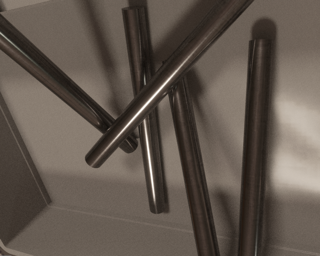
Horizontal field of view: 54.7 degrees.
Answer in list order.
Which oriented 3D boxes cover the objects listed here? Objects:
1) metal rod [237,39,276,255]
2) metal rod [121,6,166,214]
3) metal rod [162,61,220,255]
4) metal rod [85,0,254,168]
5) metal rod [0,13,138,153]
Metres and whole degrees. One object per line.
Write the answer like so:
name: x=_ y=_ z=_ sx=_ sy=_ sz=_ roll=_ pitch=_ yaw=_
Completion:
metal rod: x=0.098 y=0.062 z=0.325 sx=0.025 sy=0.025 sz=0.298 roll=5 pitch=99 yaw=25
metal rod: x=-0.017 y=-0.003 z=0.413 sx=0.025 sy=0.025 sz=0.298 roll=8 pitch=122 yaw=23
metal rod: x=0.042 y=0.069 z=0.354 sx=0.025 sy=0.025 sz=0.298 roll=-10 pitch=90 yaw=32
metal rod: x=0.001 y=-0.047 z=0.336 sx=0.025 sy=0.025 sz=0.299 roll=43 pitch=122 yaw=-2
metal rod: x=-0.112 y=-0.051 z=0.340 sx=0.025 sy=0.025 sz=0.300 roll=-5 pitch=147 yaw=30
